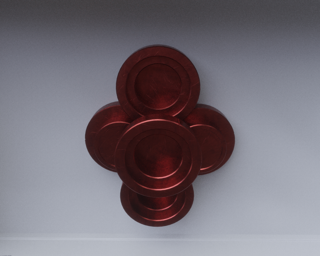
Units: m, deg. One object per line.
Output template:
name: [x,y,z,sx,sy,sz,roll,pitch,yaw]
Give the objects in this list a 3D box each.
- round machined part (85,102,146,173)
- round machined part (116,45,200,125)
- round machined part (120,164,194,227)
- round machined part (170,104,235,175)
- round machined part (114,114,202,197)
round machined part: [-0.049,0.017,0.406,0.099,0.042,0.097,0,110,-1]
round machined part: [-0.002,-0.053,0.380,0.099,0.042,0.097,0,110,-1]
round machined part: [-0.004,0.085,0.431,0.099,0.042,0.097,0,110,-1]
round machined part: [0.050,0.020,0.408,0.099,0.042,0.097,0,110,-1]
round machined part: [-0.002,0.029,0.366,0.099,0.042,0.097,0,110,-1]
